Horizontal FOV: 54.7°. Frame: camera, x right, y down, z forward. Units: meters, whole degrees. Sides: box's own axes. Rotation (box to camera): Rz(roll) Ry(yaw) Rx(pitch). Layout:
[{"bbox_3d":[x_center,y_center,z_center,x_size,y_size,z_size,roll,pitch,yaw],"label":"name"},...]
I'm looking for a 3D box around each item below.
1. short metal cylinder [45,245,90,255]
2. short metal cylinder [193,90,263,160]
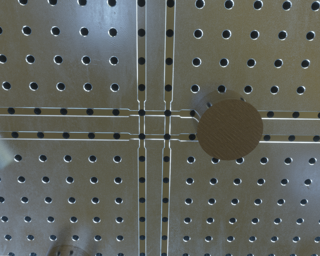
[{"bbox_3d":[-0.150,0.233,0.484,0.081,0.050,0.079,0,110,-1],"label":"short metal cylinder"},{"bbox_3d":[0.085,-0.005,0.400,0.081,0.050,0.079,0,110,-1],"label":"short metal cylinder"}]
